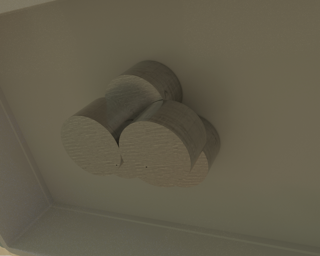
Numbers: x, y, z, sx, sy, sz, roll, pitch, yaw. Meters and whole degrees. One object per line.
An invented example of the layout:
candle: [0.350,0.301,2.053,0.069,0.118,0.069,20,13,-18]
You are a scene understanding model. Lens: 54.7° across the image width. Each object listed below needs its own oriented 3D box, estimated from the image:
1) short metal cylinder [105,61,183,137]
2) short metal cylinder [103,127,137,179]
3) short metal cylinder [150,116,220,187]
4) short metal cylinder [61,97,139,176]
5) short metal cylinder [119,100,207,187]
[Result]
short metal cylinder: [-0.019,-0.036,0.379,0.080,0.050,0.079,13,124,21]
short metal cylinder: [-0.044,0.023,0.427,0.080,0.050,0.079,13,124,21]
short metal cylinder: [0.030,0.028,0.392,0.080,0.050,0.079,13,124,21]
short metal cylinder: [-0.069,0.010,0.368,0.080,0.050,0.079,13,124,21]
short metal cylinder: [0.004,0.016,0.333,0.080,0.050,0.079,13,124,21]
